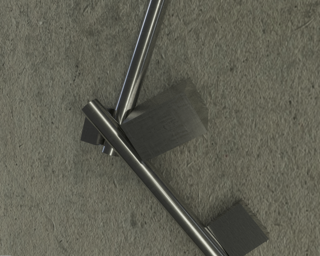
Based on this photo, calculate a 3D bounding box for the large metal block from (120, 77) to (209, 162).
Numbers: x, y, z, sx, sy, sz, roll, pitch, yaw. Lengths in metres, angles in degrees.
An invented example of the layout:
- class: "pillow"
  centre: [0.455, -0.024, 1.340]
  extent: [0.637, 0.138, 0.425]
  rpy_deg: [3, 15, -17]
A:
- class: "large metal block"
  centre: [0.010, -0.013, 0.369]
  extent: [0.080, 0.080, 0.050]
  rpy_deg: [-27, 103, 17]

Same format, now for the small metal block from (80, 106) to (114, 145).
- class: "small metal block"
  centre: [-0.077, -0.005, 0.421]
  extent: [0.025, 0.050, 0.050]
  rpy_deg: [15, 95, 24]

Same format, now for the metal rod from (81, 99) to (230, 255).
- class: "metal rod"
  centre: [0.011, 0.086, 0.375]
  extent: [0.025, 0.025, 0.300]
  rpy_deg: [-41, 88, 15]

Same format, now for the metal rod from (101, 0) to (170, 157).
- class: "metal rod"
  centre: [-0.019, -0.108, 0.403]
  extent: [0.025, 0.025, 0.298]
  rpy_deg: [19, 92, 18]

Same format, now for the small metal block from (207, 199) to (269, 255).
- class: "small metal block"
  centre: [0.095, 0.123, 0.375]
  extent: [0.050, 0.025, 0.050]
  rpy_deg: [-41, 78, 15]
